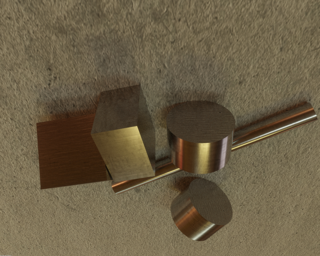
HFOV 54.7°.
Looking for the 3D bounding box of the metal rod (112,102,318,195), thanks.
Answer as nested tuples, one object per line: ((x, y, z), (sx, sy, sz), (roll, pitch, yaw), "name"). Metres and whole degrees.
((0.063, 0.035, 0.437), (0.300, 0.025, 0.025), (-23, 127, 18), "metal rod")

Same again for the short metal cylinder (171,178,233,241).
((0.064, 0.125, 0.479), (0.080, 0.080, 0.050), (24, 126, -19), "short metal cylinder")

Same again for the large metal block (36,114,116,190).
((-0.101, 0.030, 0.387), (0.080, 0.080, 0.050), (-9, 170, 7), "large metal block")

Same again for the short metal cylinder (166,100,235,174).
((0.049, 0.010, 0.380), (0.080, 0.080, 0.050), (-2, 130, 1), "short metal cylinder")

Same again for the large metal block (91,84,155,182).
((-0.039, 0.006, 0.376), (0.050, 0.080, 0.080), (-10, 130, 8), "large metal block")
